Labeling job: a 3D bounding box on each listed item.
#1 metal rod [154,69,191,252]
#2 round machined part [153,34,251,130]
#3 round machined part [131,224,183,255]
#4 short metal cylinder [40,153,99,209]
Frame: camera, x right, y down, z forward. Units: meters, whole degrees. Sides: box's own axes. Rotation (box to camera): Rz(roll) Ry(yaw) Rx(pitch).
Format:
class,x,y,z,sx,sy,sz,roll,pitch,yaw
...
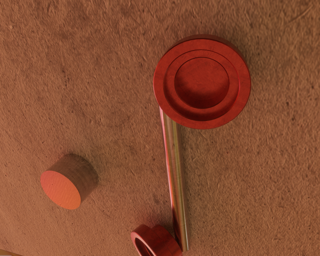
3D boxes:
class,x,y,z,sx,sy,sz,roll,pitch,yaw
metal rod,0.021,0.061,0.432,0.025,0.025,0.298,7,122,24
round machined part,0.045,-0.051,0.331,0.098,0.042,0.097,5,118,10
round machined part,-0.001,0.196,0.499,0.098,0.042,0.097,40,148,32
short metal cylinder,-0.152,0.090,0.524,0.080,0.050,0.079,13,124,20
